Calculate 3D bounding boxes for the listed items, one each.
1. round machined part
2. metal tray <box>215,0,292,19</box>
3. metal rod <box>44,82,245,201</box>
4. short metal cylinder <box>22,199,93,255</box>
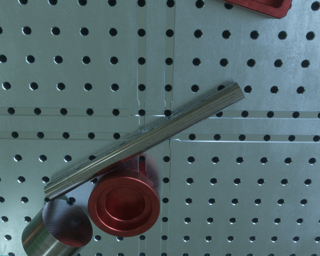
[{"bbox_3d":[-0.049,0.102,0.441,0.099,0.042,0.097,0,110,-1],"label":"round machined part"},{"bbox_3d":[0.116,-0.197,0.339,0.091,0.030,0.129,15,109,-6],"label":"metal tray"},{"bbox_3d":[-0.027,0.022,0.421,0.301,0.025,0.025,-28,108,9],"label":"metal rod"},{"bbox_3d":[-0.143,0.148,0.437,0.080,0.080,0.050,39,105,-13],"label":"short metal cylinder"}]
